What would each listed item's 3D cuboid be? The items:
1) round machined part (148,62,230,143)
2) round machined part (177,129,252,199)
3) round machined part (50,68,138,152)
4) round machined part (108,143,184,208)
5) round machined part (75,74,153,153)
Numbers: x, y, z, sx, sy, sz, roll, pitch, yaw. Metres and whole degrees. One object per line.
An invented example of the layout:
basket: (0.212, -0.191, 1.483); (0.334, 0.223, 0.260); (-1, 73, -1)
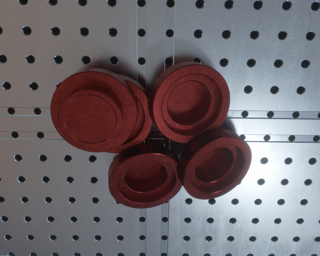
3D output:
round machined part: (0.033, -0.034, 0.383); (0.099, 0.042, 0.097); (-6, 112, -16)
round machined part: (0.067, 0.043, 0.409); (0.099, 0.042, 0.097); (-11, 123, -18)
round machined part: (-0.075, -0.016, 0.352); (0.099, 0.042, 0.097); (0, 110, -1)
round machined part: (-0.020, 0.059, 0.416); (0.099, 0.042, 0.097); (-6, 125, -8)
round machined part: (-0.057, -0.021, 0.395); (0.099, 0.042, 0.097); (0, 110, -1)
